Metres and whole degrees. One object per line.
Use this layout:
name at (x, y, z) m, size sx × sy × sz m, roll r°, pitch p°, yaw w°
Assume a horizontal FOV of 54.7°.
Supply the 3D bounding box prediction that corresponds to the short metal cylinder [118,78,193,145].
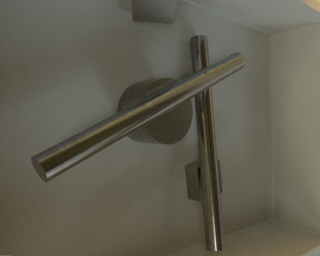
short metal cylinder at (-0.005, -0.020, 0.388) m, size 0.081 × 0.050 × 0.079 m, roll 0°, pitch 90°, yaw -40°

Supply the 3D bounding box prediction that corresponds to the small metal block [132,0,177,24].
small metal block at (-0.007, -0.156, 0.372) m, size 0.050 × 0.050 × 0.025 m, roll 0°, pitch 46°, yaw -9°

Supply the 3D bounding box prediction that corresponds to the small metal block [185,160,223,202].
small metal block at (0.066, 0.077, 0.465) m, size 0.050 × 0.025 × 0.050 m, roll -11°, pitch 97°, yaw -40°

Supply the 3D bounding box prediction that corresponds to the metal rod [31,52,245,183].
metal rod at (0.004, -0.029, 0.346) m, size 0.302 × 0.025 × 0.025 m, roll -32°, pitch 110°, yaw -36°

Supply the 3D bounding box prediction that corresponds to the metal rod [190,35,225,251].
metal rod at (0.066, 0.016, 0.438) m, size 0.025 × 0.025 × 0.298 m, roll 3°, pitch 80°, yaw -40°
